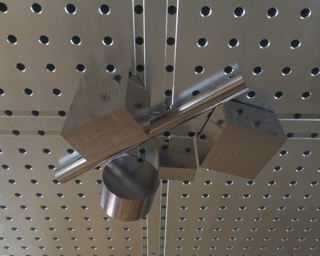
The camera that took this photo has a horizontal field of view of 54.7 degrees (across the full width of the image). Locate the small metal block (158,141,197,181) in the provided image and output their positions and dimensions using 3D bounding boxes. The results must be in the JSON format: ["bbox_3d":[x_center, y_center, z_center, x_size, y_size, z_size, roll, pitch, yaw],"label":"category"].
[{"bbox_3d":[0.023,0.046,0.435,0.050,0.050,0.025,4,130,-4],"label":"small metal block"}]

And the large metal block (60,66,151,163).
[{"bbox_3d":[-0.059,-0.016,0.362,0.080,0.080,0.050,-22,127,17],"label":"large metal block"}]

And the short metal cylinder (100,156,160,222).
[{"bbox_3d":[-0.045,0.086,0.448,0.081,0.080,0.050,9,130,-8],"label":"short metal cylinder"}]

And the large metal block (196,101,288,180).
[{"bbox_3d":[0.103,0.016,0.407,0.081,0.050,0.079,15,129,-13],"label":"large metal block"}]

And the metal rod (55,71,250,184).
[{"bbox_3d":[-0.025,0.008,0.418,0.300,0.025,0.025,-27,125,21],"label":"metal rod"}]
